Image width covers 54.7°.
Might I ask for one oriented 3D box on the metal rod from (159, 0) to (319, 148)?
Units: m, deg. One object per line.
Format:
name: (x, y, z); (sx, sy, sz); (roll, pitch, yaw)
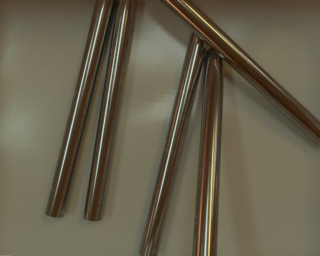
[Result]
metal rod: (0.110, -0.077, 0.392); (0.300, 0.025, 0.025); (40, 90, -8)

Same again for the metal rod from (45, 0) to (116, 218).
metal rod: (-0.105, -0.031, 0.410); (0.025, 0.025, 0.298); (13, 90, 0)

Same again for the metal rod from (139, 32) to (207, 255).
metal rod: (0.018, 0.022, 0.411); (0.025, 0.025, 0.298); (13, 90, 0)

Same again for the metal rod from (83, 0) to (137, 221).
metal rod: (-0.066, -0.028, 0.410); (0.025, 0.025, 0.298); (9, 90, 0)

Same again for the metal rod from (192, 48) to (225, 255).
metal rod: (0.057, 0.037, 0.355); (0.025, 0.025, 0.299); (7, 67, 0)
